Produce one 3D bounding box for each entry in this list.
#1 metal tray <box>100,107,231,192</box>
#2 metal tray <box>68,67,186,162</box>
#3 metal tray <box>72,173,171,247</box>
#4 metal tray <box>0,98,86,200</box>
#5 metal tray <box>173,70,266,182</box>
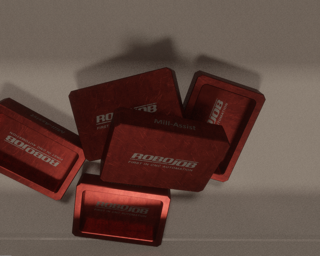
[{"bbox_3d":[0.003,0.029,0.361,0.131,0.030,0.089,10,128,-16],"label":"metal tray"},{"bbox_3d":[-0.037,-0.016,0.382,0.130,0.030,0.089,-12,96,12],"label":"metal tray"},{"bbox_3d":[-0.056,0.120,0.452,0.131,0.030,0.089,9,110,-4],"label":"metal tray"},{"bbox_3d":[-0.171,0.030,0.417,0.130,0.030,0.090,30,107,-11],"label":"metal tray"},{"bbox_3d":[0.069,0.000,0.409,0.091,0.030,0.129,17,109,-7],"label":"metal tray"}]
